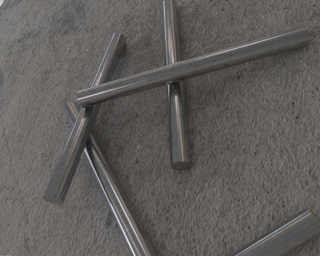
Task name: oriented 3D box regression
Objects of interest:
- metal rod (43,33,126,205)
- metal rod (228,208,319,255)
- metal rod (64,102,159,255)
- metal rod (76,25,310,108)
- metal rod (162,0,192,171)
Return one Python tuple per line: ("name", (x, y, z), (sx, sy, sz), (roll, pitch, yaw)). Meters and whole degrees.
("metal rod", (-0.099, -0.034, 0.452), (0.025, 0.025, 0.300), (-6, 51, 25))
("metal rod", (0.016, 0.167, 0.292), (0.300, 0.025, 0.025), (-34, 51, 5))
("metal rod", (-0.072, 0.061, 0.404), (0.025, 0.025, 0.300), (-39, 51, 2))
("metal rod", (0.035, -0.076, 0.403), (0.301, 0.025, 0.025), (-14, 55, 9))
("metal rod", (0.020, -0.082, 0.443), (0.025, 0.025, 0.299), (-15, 55, 20))
